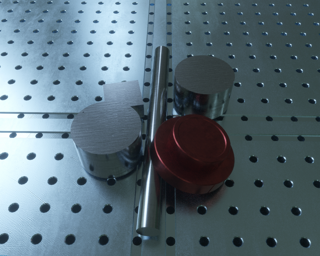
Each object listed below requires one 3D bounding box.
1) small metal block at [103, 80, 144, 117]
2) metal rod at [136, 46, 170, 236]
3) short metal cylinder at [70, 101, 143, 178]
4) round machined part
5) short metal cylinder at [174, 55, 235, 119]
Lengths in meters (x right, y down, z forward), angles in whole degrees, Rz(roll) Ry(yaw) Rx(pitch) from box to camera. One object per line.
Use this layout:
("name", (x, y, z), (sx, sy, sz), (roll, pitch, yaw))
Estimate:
("small metal block", (-0.051, -0.038, 0.434), (0.050, 0.025, 0.050), (-9, 51, -7))
("metal rod", (-0.004, -0.009, 0.410), (0.025, 0.025, 0.300), (2, 50, 2))
("short metal cylinder", (-0.062, 0.013, 0.374), (0.081, 0.050, 0.080), (0, 50, 0))
("round machined part", (0.041, 0.023, 0.357), (0.099, 0.042, 0.098), (11, 48, -12))
("short metal cylinder", (0.060, -0.057, 0.434), (0.081, 0.050, 0.080), (0, 50, 0))
